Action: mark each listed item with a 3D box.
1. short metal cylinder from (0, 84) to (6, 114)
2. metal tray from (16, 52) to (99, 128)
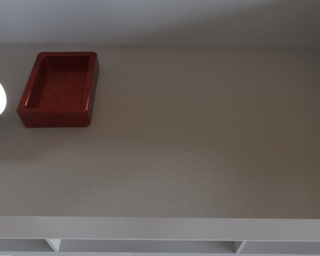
[{"bbox_3d":[-0.245,-0.034,0.386,0.050,0.080,0.080,-30,43,29],"label":"short metal cylinder"},{"bbox_3d":[-0.141,-0.059,0.449,0.091,0.030,0.130,-1,50,-1],"label":"metal tray"}]
